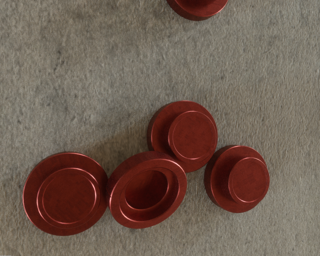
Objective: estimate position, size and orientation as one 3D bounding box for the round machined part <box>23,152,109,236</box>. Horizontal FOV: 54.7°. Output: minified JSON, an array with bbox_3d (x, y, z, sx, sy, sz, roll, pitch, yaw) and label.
[{"bbox_3d":[-0.106,0.078,0.361,0.099,0.042,0.097,0,90,-20],"label":"round machined part"}]

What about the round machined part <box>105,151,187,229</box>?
[{"bbox_3d":[-0.020,0.071,0.382,0.099,0.042,0.097,-11,118,-22],"label":"round machined part"}]

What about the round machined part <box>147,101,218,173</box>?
[{"bbox_3d":[0.035,0.012,0.414,0.099,0.042,0.097,0,90,-21],"label":"round machined part"}]

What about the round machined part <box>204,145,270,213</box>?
[{"bbox_3d":[0.117,0.074,0.445,0.099,0.042,0.097,0,90,-21],"label":"round machined part"}]

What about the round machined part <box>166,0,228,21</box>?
[{"bbox_3d":[0.055,-0.201,0.421,0.099,0.042,0.097,0,90,-21],"label":"round machined part"}]
